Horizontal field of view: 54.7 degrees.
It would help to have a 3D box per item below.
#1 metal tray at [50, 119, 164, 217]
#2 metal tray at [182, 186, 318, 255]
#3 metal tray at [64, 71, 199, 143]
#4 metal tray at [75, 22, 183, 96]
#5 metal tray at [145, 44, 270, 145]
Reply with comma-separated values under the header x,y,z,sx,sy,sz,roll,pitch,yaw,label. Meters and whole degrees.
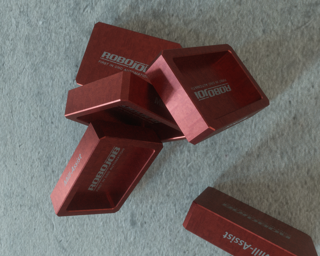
x,y,z,sx,sy,sz,roll,pitch,yaw,label
-0.066,0.053,0.380,0.129,0.091,0.030,-56,47,24,metal tray
0.099,0.114,0.339,0.130,0.090,0.030,25,98,18,metal tray
-0.026,-0.015,0.349,0.090,0.131,0.030,-11,67,36,metal tray
-0.040,-0.081,0.416,0.130,0.030,0.090,21,92,18,metal tray
0.057,-0.043,0.333,0.030,0.131,0.090,-41,76,42,metal tray
